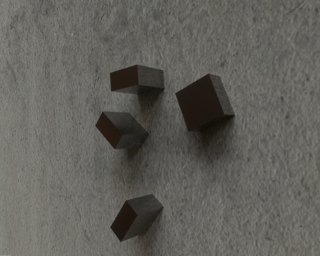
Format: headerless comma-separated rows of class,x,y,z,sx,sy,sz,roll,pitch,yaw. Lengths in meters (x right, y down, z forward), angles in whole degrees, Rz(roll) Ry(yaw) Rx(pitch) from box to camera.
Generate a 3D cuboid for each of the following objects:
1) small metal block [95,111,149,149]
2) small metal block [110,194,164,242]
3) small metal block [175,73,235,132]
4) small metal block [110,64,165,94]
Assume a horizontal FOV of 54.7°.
small metal block,-0.052,0.003,0.430,0.050,0.050,0.025,45,117,30
small metal block,-0.030,0.118,0.412,0.025,0.050,0.050,44,116,31
small metal block,0.052,-0.028,0.361,0.050,0.025,0.050,-28,73,36
small metal block,-0.030,-0.063,0.411,0.050,0.050,0.025,-7,86,39
